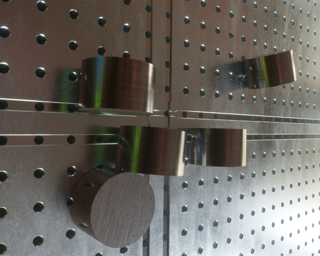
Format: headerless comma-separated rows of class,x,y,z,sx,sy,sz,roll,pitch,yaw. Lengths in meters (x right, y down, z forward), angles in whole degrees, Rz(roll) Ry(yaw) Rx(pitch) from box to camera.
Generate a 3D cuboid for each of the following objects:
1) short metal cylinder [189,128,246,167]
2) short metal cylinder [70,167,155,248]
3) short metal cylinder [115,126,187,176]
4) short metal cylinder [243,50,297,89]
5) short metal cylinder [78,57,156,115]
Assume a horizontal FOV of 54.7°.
short metal cylinder,0.081,0.026,0.441,0.081,0.080,0.050,2,89,-40
short metal cylinder,-0.053,0.086,0.348,0.081,0.050,0.079,-1,92,-39
short metal cylinder,-0.010,0.027,0.365,0.081,0.080,0.050,9,84,-40
short metal cylinder,0.187,-0.100,0.529,0.081,0.080,0.050,-21,104,-38
short metal cylinder,-0.045,-0.042,0.335,0.081,0.080,0.050,5,87,-40
